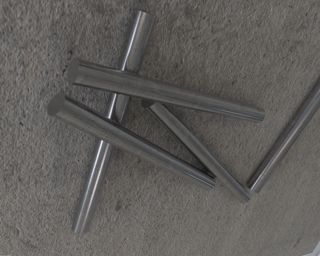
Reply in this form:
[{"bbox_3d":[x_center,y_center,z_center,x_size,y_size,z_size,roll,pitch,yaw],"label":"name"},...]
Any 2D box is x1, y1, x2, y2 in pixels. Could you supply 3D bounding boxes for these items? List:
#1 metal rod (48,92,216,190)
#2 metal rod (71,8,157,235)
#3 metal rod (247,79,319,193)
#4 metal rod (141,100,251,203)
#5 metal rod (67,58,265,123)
[{"bbox_3d":[-0.009,0.034,0.398,0.025,0.025,0.301,-50,136,7],"label":"metal rod"},{"bbox_3d":[-0.063,0.009,0.377,0.025,0.025,0.298,6,115,-31],"label":"metal rod"},{"bbox_3d":[0.241,-0.014,0.529,0.025,0.025,0.298,18,109,-35],"label":"metal rod"},{"bbox_3d":[0.071,0.046,0.473,0.025,0.025,0.300,-44,129,2],"label":"metal rod"},{"bbox_3d":[0.035,-0.036,0.381,0.302,0.025,0.025,8,115,-39],"label":"metal rod"}]
